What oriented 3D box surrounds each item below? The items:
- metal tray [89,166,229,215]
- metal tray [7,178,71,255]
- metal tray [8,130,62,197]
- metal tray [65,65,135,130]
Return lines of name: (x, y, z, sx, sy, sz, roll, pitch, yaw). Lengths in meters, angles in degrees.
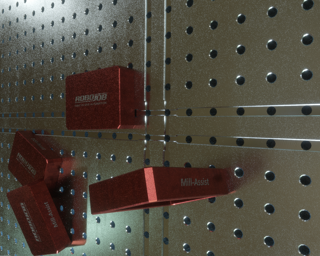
metal tray: (0.002, 0.067, 0.336, 0.090, 0.131, 0.030, -22, 69, 37)
metal tray: (-0.223, 0.165, 0.566, 0.090, 0.030, 0.129, -23, 91, 37)
metal tray: (-0.248, 0.071, 0.607, 0.130, 0.030, 0.089, 31, 109, 35)
metal tray: (-0.097, -0.043, 0.483, 0.130, 0.030, 0.089, -1, 89, 39)
